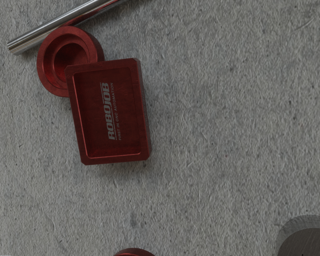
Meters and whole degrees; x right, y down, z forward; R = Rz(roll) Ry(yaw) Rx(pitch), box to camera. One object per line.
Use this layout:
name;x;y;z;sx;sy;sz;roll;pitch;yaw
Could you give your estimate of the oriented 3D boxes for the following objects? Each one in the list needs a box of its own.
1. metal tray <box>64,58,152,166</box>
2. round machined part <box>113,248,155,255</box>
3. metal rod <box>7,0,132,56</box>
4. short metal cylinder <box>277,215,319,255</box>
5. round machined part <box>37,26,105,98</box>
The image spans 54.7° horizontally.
metal tray;-0.064;-0.020;0.400;0.090;0.030;0.129;-6;103;6
round machined part;-0.029;0.207;0.409;0.098;0.042;0.097;0;90;19
metal rod;-0.095;-0.170;0.440;0.301;0.025;0.025;-18;84;18
short metal cylinder;0.169;0.141;0.336;0.080;0.050;0.079;0;90;19
round machined part;-0.122;-0.091;0.441;0.098;0.042;0.097;0;90;19
